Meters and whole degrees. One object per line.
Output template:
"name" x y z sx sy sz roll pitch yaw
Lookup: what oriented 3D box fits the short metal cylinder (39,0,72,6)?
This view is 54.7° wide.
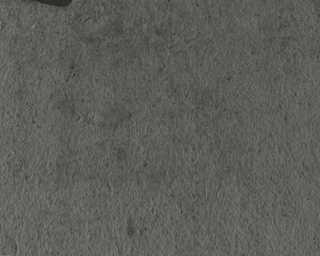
"short metal cylinder" -0.162 -0.230 0.462 0.080 0.080 0.050 10 71 3
